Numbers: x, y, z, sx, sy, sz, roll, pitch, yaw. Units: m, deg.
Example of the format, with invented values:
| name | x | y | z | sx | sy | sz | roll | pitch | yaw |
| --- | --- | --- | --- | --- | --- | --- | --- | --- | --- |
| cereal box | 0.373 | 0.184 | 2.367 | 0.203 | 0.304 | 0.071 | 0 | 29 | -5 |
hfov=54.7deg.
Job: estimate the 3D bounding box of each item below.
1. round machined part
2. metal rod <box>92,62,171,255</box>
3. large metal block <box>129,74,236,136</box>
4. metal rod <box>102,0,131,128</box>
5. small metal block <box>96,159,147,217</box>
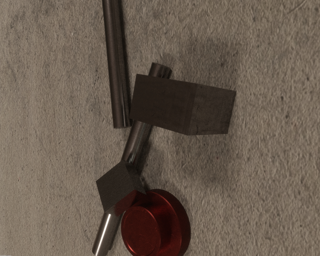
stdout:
| name | x | y | z | sx | sy | sz | roll | pitch | yaw |
| --- | --- | --- | --- | --- | --- | --- | --- | --- | --- |
| round machined part | -0.013 | 0.131 | 0.402 | 0.098 | 0.042 | 0.097 | 0 | 90 | 39 |
| metal rod | -0.045 | 0.054 | 0.440 | 0.025 | 0.025 | 0.298 | 30 | 109 | 35 |
| large metal block | 0.026 | -0.026 | 0.346 | 0.080 | 0.081 | 0.050 | 17 | 101 | 38 |
| metal rod | -0.070 | -0.148 | 0.459 | 0.025 | 0.025 | 0.298 | -10 | 84 | 39 |
| small metal block | -0.052 | 0.078 | 0.404 | 0.050 | 0.025 | 0.050 | -39 | 47 | 12 |
